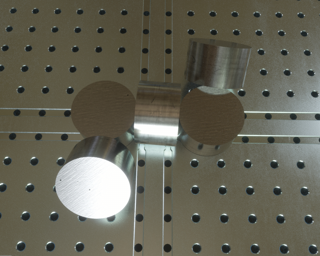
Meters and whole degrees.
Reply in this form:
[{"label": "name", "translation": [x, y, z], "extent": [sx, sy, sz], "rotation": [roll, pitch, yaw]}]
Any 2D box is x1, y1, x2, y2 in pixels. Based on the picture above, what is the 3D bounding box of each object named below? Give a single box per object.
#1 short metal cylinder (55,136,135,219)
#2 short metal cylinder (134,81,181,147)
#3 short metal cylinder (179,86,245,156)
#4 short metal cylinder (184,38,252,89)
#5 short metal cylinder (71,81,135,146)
[{"label": "short metal cylinder", "translation": [-0.071, 0.056, 0.355], "extent": [0.081, 0.050, 0.079], "rotation": [0, 114, 1]}, {"label": "short metal cylinder", "translation": [-0.002, -0.018, 0.389], "extent": [0.050, 0.080, 0.080], "rotation": [5, 70, 1]}, {"label": "short metal cylinder", "translation": [0.063, -0.009, 0.402], "extent": [0.081, 0.050, 0.080], "rotation": [0, 70, 0]}, {"label": "short metal cylinder", "translation": [0.075, -0.087, 0.408], "extent": [0.080, 0.080, 0.050], "rotation": [8, 112, 2]}, {"label": "short metal cylinder", "translation": [-0.069, -0.014, 0.402], "extent": [0.081, 0.050, 0.080], "rotation": [0, 70, 0]}]
